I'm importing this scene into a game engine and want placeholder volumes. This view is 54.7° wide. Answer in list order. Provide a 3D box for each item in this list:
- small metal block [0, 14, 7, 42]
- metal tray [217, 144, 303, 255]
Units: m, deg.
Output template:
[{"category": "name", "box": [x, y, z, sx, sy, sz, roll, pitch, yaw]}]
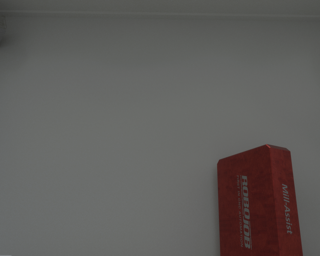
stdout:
[{"category": "small metal block", "box": [-0.251, -0.139, 0.433, 0.050, 0.050, 0.025, 3, 63, -45]}, {"category": "metal tray", "box": [0.104, 0.091, 0.341, 0.030, 0.090, 0.130, 12, 68, -25]}]
